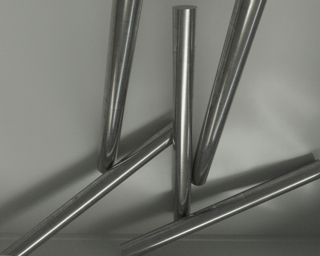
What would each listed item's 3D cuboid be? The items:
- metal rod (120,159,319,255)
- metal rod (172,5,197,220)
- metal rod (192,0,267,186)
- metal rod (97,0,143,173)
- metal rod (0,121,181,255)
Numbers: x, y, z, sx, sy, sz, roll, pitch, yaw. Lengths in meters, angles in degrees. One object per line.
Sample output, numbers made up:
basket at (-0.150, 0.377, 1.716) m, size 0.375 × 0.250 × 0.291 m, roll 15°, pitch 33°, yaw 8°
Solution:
metal rod at (0.088, 0.115, 0.433) m, size 0.301 × 0.025 × 0.025 m, roll -23°, pitch 109°, yaw 0°
metal rod at (0.029, 0.007, 0.385) m, size 0.025 × 0.025 × 0.298 m, roll -2°, pitch 121°, yaw 0°
metal rod at (0.066, -0.032, 0.334) m, size 0.025 × 0.025 × 0.298 m, roll 5°, pitch 136°, yaw -2°
metal rod at (-0.046, -0.045, 0.325) m, size 0.025 × 0.025 × 0.298 m, roll 12°, pitch 136°, yaw -5°
metal rod at (-0.092, 0.089, 0.411) m, size 0.300 × 0.025 × 0.025 m, roll -38°, pitch 106°, yaw 0°
